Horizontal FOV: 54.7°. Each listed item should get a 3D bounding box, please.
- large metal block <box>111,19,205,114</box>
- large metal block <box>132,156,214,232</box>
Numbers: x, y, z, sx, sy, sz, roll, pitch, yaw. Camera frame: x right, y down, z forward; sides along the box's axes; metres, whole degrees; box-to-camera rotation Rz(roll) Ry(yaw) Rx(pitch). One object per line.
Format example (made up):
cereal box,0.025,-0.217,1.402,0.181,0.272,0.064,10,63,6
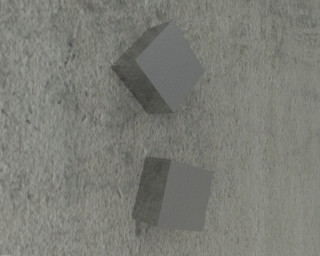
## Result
large metal block,0.000,-0.074,0.390,0.080,0.050,0.080,52,59,-28
large metal block,0.018,0.087,0.406,0.080,0.050,0.080,21,77,-39
